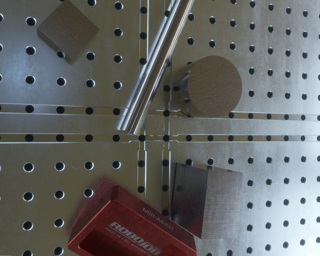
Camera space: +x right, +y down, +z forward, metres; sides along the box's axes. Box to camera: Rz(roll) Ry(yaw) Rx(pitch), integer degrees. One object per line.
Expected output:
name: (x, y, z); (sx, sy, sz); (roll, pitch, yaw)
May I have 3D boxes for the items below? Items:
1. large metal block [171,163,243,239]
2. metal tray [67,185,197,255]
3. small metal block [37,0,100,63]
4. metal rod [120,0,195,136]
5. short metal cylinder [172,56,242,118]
large metal block: (0.059, 0.091, 0.405); (0.050, 0.080, 0.080); (8, 87, -24)
metal tray: (-0.032, 0.139, 0.378); (0.130, 0.030, 0.090); (38, 106, -17)
small metal block: (-0.110, -0.116, 0.372); (0.050, 0.025, 0.050); (42, 77, -16)
metal rod: (0.016, -0.131, 0.419); (0.025, 0.025, 0.299); (25, 82, -19)
short metal cylinder: (0.064, -0.054, 0.424); (0.081, 0.050, 0.079); (0, 90, -20)
